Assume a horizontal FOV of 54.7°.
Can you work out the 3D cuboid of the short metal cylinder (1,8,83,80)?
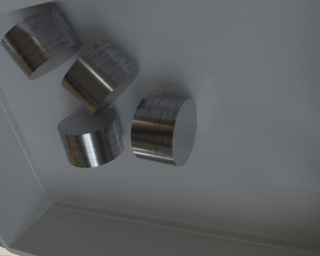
[{"bbox_3d":[-0.145,-0.103,0.386,0.080,0.080,0.050,-27,103,37],"label":"short metal cylinder"}]

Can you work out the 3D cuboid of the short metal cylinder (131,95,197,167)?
[{"bbox_3d":[0.007,0.002,0.371,0.050,0.080,0.079,9,122,23],"label":"short metal cylinder"}]

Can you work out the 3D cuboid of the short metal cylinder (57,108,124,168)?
[{"bbox_3d":[-0.095,0.012,0.430,0.080,0.080,0.050,5,121,25],"label":"short metal cylinder"}]

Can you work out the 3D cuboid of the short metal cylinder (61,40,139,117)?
[{"bbox_3d":[-0.071,-0.059,0.374,0.050,0.080,0.080,45,129,-3],"label":"short metal cylinder"}]
